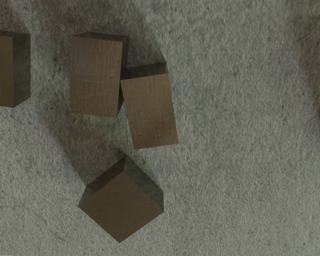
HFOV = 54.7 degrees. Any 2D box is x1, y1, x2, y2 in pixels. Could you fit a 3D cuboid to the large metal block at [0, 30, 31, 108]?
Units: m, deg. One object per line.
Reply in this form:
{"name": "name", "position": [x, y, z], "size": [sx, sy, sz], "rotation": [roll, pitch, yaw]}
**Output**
{"name": "large metal block", "position": [-0.204, -0.074, 0.366], "size": [0.081, 0.050, 0.079], "rotation": [7, 110, -3]}

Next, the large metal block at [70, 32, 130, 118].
{"name": "large metal block", "position": [-0.067, -0.064, 0.356], "size": [0.050, 0.080, 0.079], "rotation": [6, 110, -3]}

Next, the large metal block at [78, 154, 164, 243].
{"name": "large metal block", "position": [-0.051, 0.098, 0.432], "size": [0.080, 0.050, 0.080], "rotation": [-38, 106, 12]}

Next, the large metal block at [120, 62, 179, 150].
{"name": "large metal block", "position": [-0.010, -0.030, 0.369], "size": [0.050, 0.080, 0.079], "rotation": [-8, 110, 3]}
